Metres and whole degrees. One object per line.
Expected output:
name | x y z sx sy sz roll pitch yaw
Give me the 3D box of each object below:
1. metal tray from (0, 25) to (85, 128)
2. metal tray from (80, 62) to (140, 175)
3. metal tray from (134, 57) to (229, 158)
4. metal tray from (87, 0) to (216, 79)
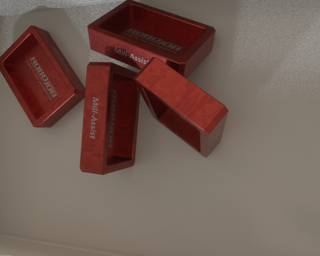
metal tray | -0.181 -0.076 0.469 0.090 0.030 0.130 -38 78 15
metal tray | -0.060 -0.012 0.395 0.030 0.090 0.129 5 92 20
metal tray | 0.026 -0.016 0.343 0.090 0.130 0.030 38 83 15
metal tray | -0.010 -0.110 0.380 0.130 0.090 0.030 25 141 18
